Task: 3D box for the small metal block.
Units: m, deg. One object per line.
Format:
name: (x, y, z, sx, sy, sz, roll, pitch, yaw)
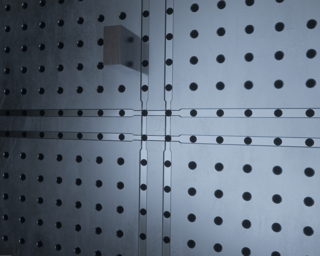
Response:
small metal block: (-0.052, -0.105, 0.417, 0.025, 0.050, 0.050, 1, 91, 20)
